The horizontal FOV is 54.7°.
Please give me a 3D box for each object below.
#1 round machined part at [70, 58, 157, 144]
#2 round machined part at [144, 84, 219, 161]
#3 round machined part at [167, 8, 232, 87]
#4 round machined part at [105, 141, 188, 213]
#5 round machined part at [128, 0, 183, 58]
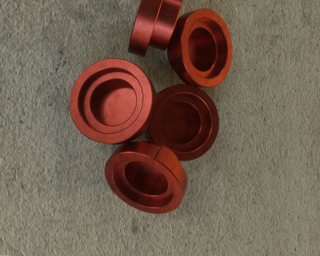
[{"bbox_3d":[-0.052,-0.029,0.365,0.098,0.042,0.097,-2,82,11],"label":"round machined part"},{"bbox_3d":[0.025,-0.007,0.409,0.099,0.042,0.097,0,90,-20],"label":"round machined part"},{"bbox_3d":[0.048,-0.102,0.406,0.099,0.042,0.097,-4,97,-40],"label":"round machined part"},{"bbox_3d":[-0.013,0.054,0.376,0.098,0.098,0.042,48,39,-14],"label":"round machined part"},{"bbox_3d":[-0.003,-0.130,0.365,0.042,0.098,0.098,18,84,-7],"label":"round machined part"}]
